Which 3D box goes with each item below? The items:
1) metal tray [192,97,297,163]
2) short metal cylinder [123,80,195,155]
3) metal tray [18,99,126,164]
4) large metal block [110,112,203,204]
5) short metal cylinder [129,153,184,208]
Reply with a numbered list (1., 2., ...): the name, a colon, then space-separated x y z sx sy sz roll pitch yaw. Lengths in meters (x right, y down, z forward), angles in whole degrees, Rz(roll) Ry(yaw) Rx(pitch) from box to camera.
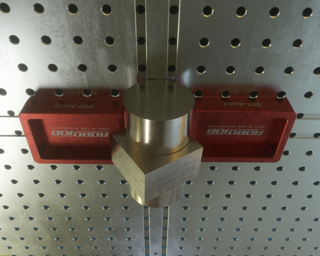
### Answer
1. metal tray: 0.102 0.005 0.413 0.131 0.030 0.089 1 130 -1
2. short metal cylinder: -0.002 -0.014 0.363 0.081 0.080 0.050 1 130 -1
3. metal tray: -0.107 0.007 0.413 0.131 0.030 0.089 1 130 -1
4. large metal block: -0.006 0.033 0.384 0.081 0.080 0.050 -22 136 -27
5. short metal cylinder: -0.004 0.062 0.428 0.081 0.080 0.050 1 130 -1
